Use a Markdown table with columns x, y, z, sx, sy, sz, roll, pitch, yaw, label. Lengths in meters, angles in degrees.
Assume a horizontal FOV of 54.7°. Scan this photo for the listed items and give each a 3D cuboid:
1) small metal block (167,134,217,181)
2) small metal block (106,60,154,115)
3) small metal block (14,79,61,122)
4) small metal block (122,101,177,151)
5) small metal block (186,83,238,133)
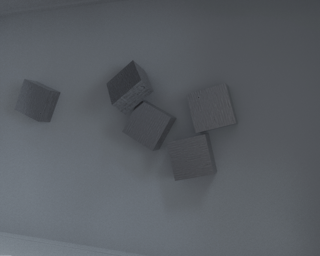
| x | y | z | sx | sy | sz | roll | pitch | yaw | label |
| --- | --- | --- | --- | --- | --- | --- | --- | --- | --- |
| 0.041 | 0.037 | 0.395 | 0.050 | 0.025 | 0.050 | -13 | 86 | 19 | small metal block |
| -0.041 | -0.054 | 0.411 | 0.050 | 0.025 | 0.050 | -38 | 42 | 15 | small metal block |
| -0.188 | -0.042 | 0.475 | 0.050 | 0.025 | 0.050 | 24 | 98 | 18 | small metal block |
| -0.014 | -0.004 | 0.415 | 0.050 | 0.025 | 0.050 | 31 | 100 | 17 | small metal block |
| 0.065 | -0.024 | 0.387 | 0.050 | 0.025 | 0.050 | -15 | 85 | 19 | small metal block |
